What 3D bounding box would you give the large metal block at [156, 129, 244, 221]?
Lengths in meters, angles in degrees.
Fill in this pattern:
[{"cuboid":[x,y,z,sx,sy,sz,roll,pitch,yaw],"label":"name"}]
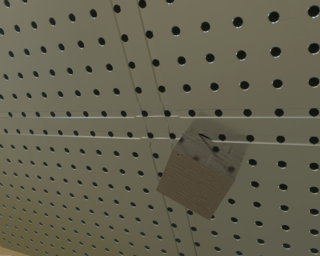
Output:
[{"cuboid":[0.051,0.061,0.406,0.080,0.050,0.079,28,128,11],"label":"large metal block"}]
